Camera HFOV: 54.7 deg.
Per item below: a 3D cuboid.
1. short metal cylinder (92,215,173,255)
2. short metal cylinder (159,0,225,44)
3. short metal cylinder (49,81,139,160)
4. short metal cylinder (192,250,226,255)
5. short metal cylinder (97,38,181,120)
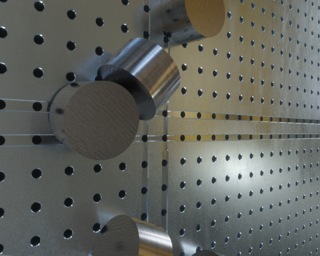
[{"bbox_3d":[-0.032,0.144,0.349,0.050,0.080,0.080,32,70,-36],"label":"short metal cylinder"},{"bbox_3d":[0.046,-0.162,0.433,0.081,0.050,0.079,0,90,-40],"label":"short metal cylinder"},{"bbox_3d":[-0.069,-0.010,0.328,0.081,0.050,0.079,-6,100,-33],"label":"short metal cylinder"},{"bbox_3d":[0.077,0.221,0.441,0.050,0.080,0.080,33,69,-36],"label":"short metal cylinder"},{"bbox_3d":[-0.024,-0.055,0.355,0.050,0.080,0.080,-52,121,-28],"label":"short metal cylinder"}]
